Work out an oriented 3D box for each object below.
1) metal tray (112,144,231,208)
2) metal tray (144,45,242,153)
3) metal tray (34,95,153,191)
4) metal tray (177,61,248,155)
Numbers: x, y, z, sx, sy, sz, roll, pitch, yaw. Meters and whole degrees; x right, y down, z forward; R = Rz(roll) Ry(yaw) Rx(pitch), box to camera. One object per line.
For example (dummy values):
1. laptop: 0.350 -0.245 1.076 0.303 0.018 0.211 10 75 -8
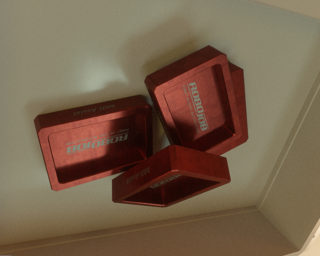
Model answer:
1. metal tray: 0.010 0.066 0.387 0.091 0.030 0.129 16 145 -35
2. metal tray: 0.045 -0.022 0.378 0.090 0.030 0.129 -28 128 -7
3. metal tray: -0.074 0.017 0.376 0.131 0.030 0.089 -14 125 -21
4. metal tray: 0.076 -0.018 0.438 0.091 0.030 0.129 -26 128 -13
